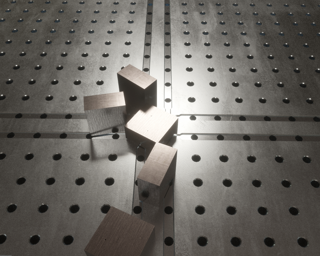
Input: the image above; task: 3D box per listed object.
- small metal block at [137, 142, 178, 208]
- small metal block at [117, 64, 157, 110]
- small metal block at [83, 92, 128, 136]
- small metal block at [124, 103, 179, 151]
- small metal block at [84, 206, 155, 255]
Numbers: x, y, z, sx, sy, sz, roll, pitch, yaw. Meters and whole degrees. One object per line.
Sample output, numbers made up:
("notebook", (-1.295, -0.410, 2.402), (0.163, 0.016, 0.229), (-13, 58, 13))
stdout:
("small metal block", (-0.002, 0.053, 0.347), (0.025, 0.050, 0.050), (18, 52, 14))
("small metal block", (-0.031, -0.054, 0.437), (0.050, 0.050, 0.025), (33, 57, 24))
("small metal block", (-0.070, -0.018, 0.406), (0.050, 0.050, 0.025), (-8, 51, -7))
("small metal block", (-0.011, 0.000, 0.408), (0.050, 0.025, 0.050), (26, 55, 20))
("small metal block", (-0.039, 0.115, 0.311), (0.050, 0.025, 0.050), (20, 53, 16))
